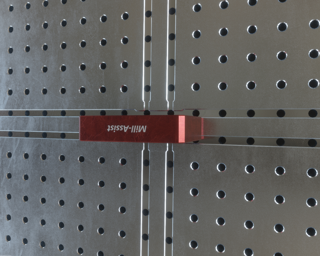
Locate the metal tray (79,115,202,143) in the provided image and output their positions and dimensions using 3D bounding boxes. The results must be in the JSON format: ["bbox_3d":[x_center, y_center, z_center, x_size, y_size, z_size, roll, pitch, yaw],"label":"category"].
[{"bbox_3d":[-0.021,0.000,0.386,0.130,0.090,0.030,0,91,20],"label":"metal tray"}]
